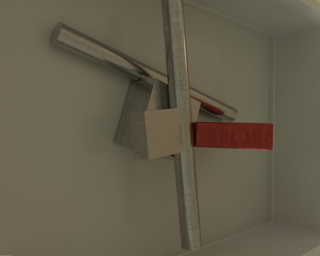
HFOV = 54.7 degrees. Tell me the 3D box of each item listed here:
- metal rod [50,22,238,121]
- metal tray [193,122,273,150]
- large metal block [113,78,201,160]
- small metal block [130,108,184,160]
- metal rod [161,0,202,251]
[{"bbox_3d":[0.005,-0.059,0.411,0.302,0.025,0.025,19,78,-39],"label":"metal rod"},{"bbox_3d":[0.102,0.009,0.416,0.130,0.090,0.030,1,90,-72],"label":"metal tray"},{"bbox_3d":[-0.002,-0.008,0.389,0.080,0.050,0.080,23,76,-38],"label":"large metal block"},{"bbox_3d":[-0.003,0.005,0.339,0.050,0.025,0.050,-9,95,-40],"label":"small metal block"},{"bbox_3d":[0.026,-0.006,0.363,0.025,0.025,0.298,-8,96,-40],"label":"metal rod"}]
